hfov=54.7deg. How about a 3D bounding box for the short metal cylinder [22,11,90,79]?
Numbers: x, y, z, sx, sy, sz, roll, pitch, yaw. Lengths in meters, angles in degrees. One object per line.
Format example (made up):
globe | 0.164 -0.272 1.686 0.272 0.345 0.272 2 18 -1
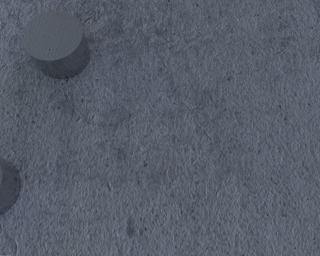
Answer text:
short metal cylinder | -0.144 -0.116 0.436 0.081 0.050 0.080 0 70 0

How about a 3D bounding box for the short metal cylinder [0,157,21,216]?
short metal cylinder | -0.217 0.068 0.369 0.081 0.050 0.080 0 70 0
